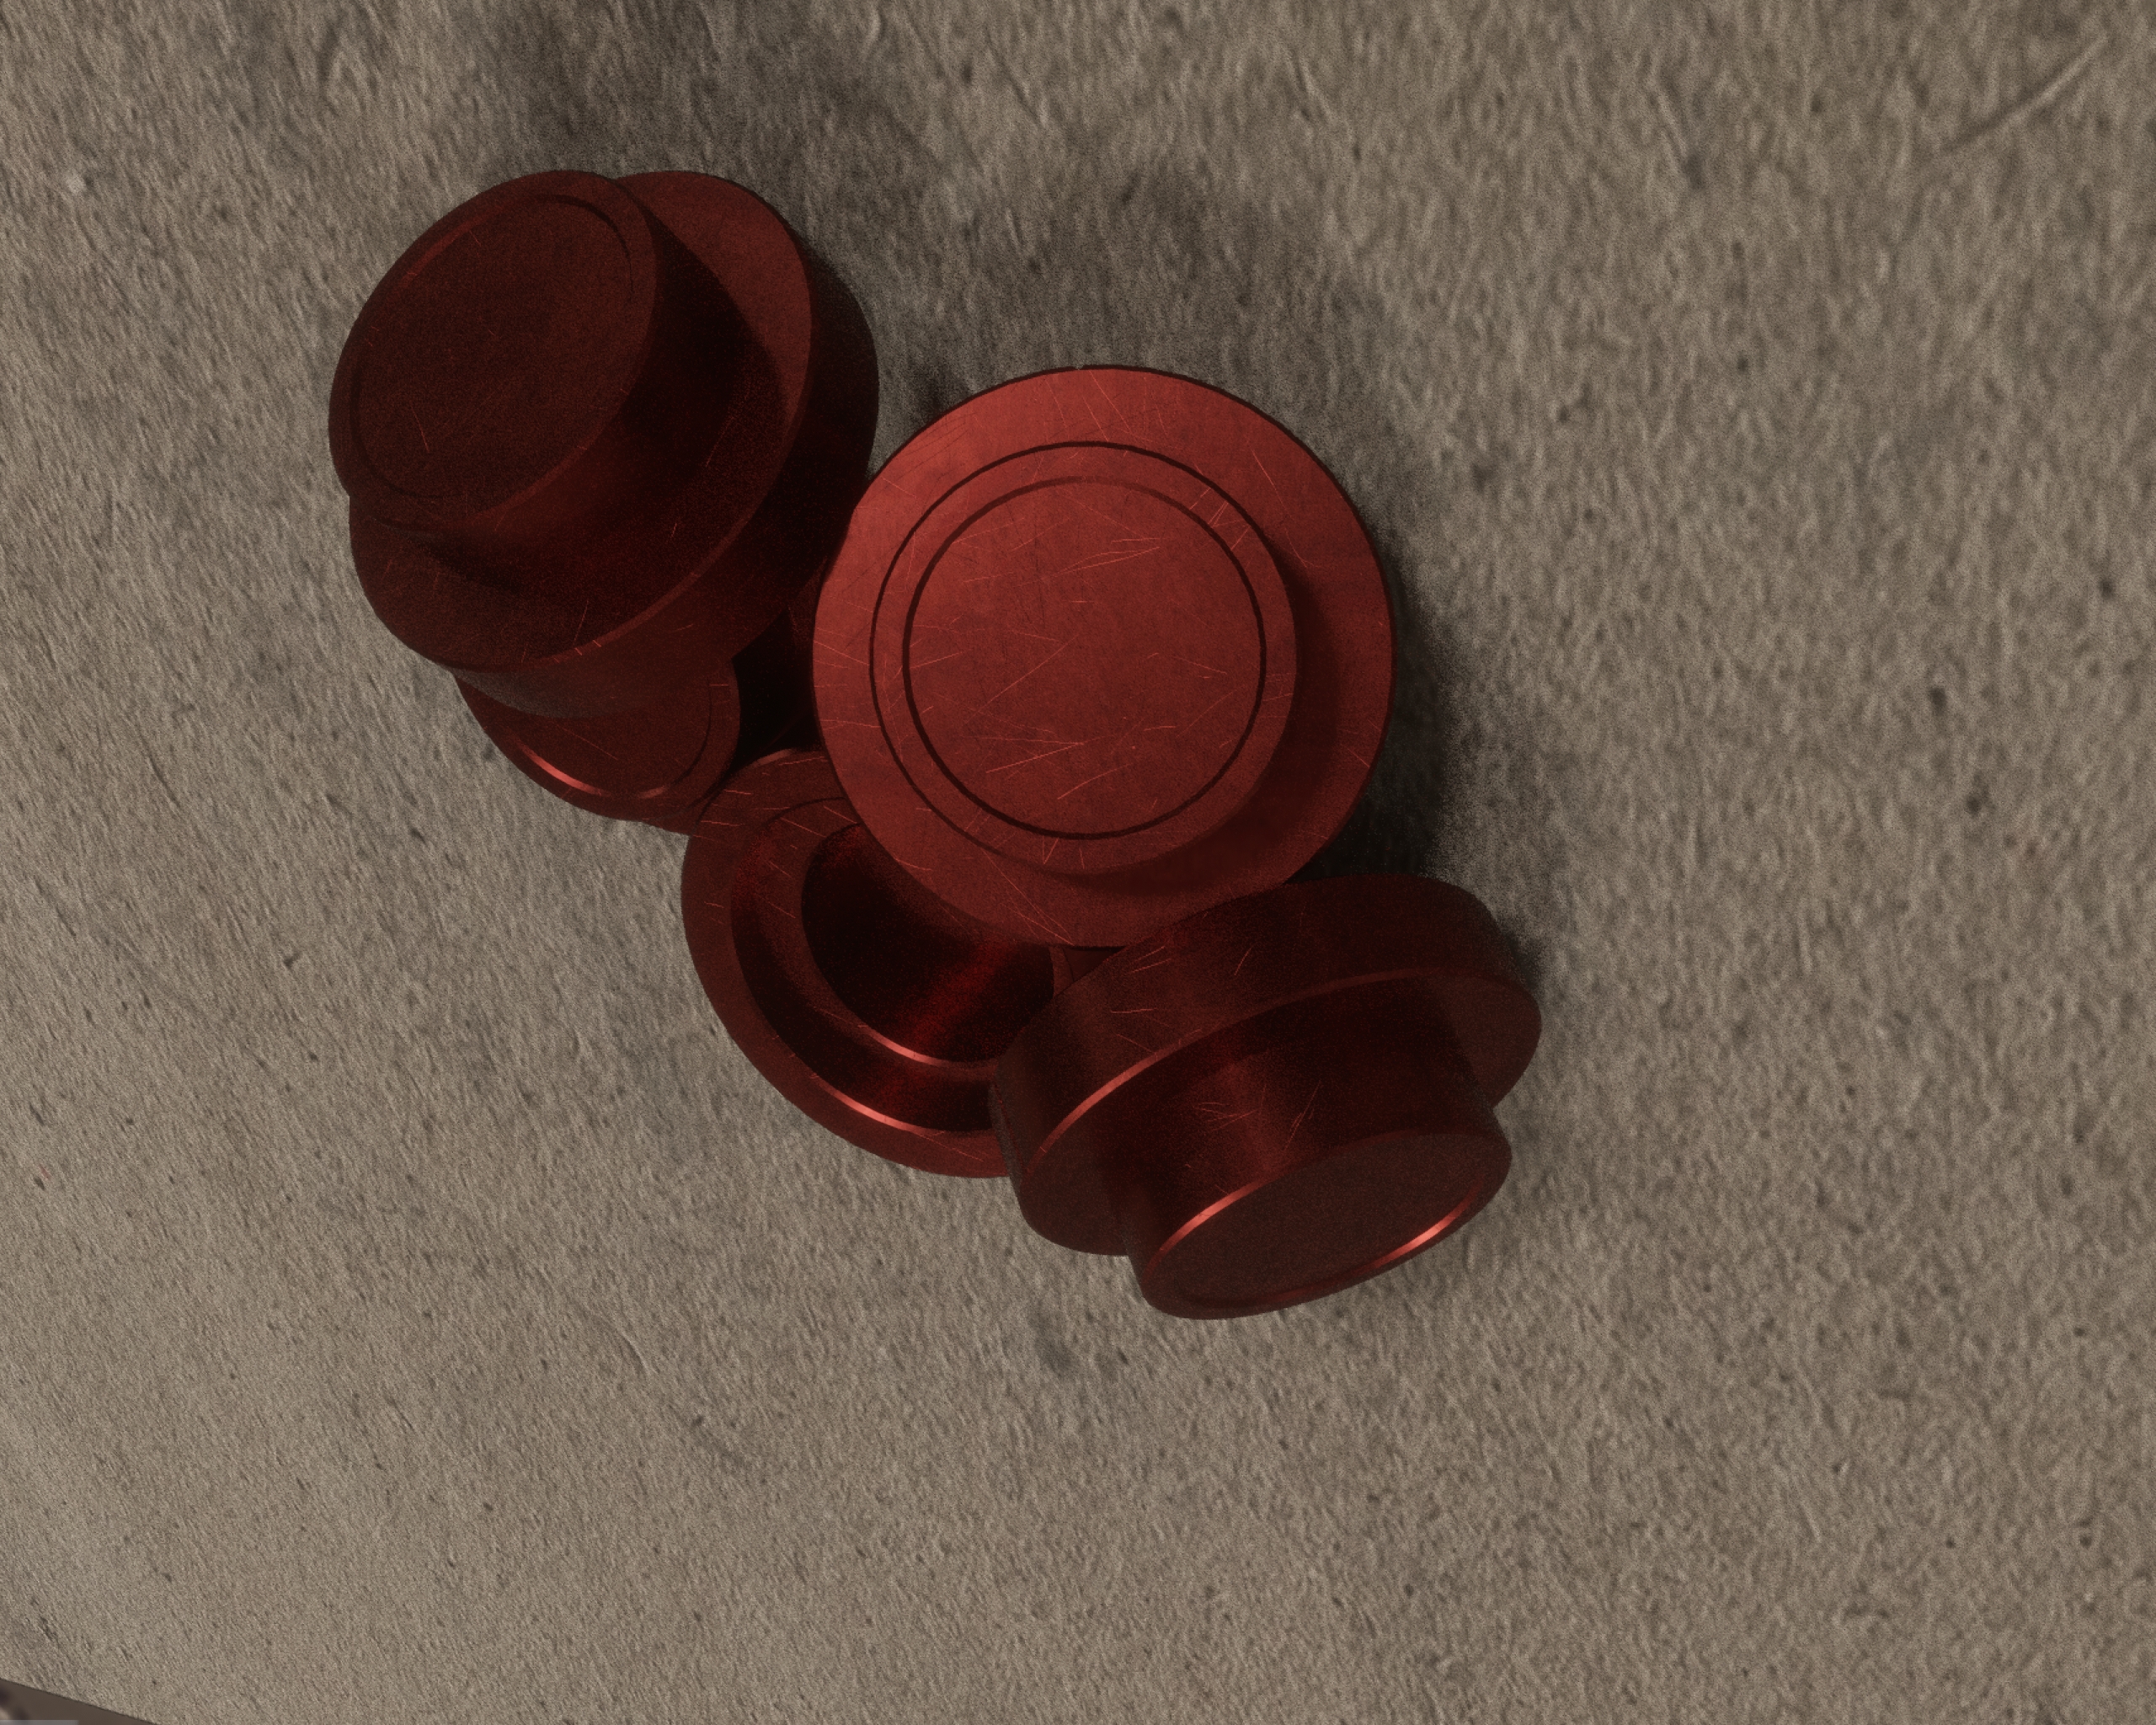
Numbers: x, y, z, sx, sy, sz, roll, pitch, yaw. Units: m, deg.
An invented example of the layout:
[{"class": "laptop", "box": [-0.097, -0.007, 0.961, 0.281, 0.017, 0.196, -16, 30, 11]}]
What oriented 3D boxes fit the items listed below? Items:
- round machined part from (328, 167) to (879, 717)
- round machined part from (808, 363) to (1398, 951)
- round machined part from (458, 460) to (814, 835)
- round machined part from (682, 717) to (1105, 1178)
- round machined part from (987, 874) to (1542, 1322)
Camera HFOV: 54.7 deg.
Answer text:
[{"class": "round machined part", "box": [-0.087, -0.078, 0.356, 0.098, 0.098, 0.042, 1, 160, 27]}, {"class": "round machined part", "box": [0.003, -0.034, 0.345, 0.099, 0.042, 0.097, 1, 95, 7]}, {"class": "round machined part", "box": [-0.086, -0.047, 0.413, 0.098, 0.042, 0.097, 13, 124, 20]}, {"class": "round machined part", "box": [-0.026, 0.011, 0.416, 0.098, 0.042, 0.097, 13, 124, 20]}, {"class": "round machined part", "box": [0.037, 0.047, 0.370, 0.097, 0.099, 0.042, -50, 48, 39]}]
